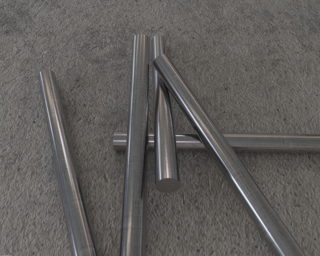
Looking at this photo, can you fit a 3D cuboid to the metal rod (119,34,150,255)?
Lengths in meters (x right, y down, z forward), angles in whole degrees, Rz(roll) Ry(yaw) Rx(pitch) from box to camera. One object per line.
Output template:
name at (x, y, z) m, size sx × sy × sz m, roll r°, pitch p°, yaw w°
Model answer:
metal rod at (-0.026, 0.005, 0.365) m, size 0.025 × 0.025 × 0.299 m, roll 0°, pitch 60°, yaw 0°

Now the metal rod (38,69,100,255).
metal rod at (-0.118, 0.029, 0.377) m, size 0.025 × 0.025 × 0.300 m, roll -16°, pitch 52°, yaw -13°

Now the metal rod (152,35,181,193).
metal rod at (0.003, -0.045, 0.417) m, size 0.025 × 0.025 × 0.300 m, roll -1°, pitch 43°, yaw -1°

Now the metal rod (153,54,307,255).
metal rod at (0.068, 0.024, 0.354) m, size 0.025 × 0.025 × 0.299 m, roll -21°, pitch 62°, yaw -17°

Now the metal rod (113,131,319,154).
metal rod at (0.094, 0.018, 0.388) m, size 0.302 × 0.025 × 0.025 m, roll 1°, pitch 50°, yaw 0°
